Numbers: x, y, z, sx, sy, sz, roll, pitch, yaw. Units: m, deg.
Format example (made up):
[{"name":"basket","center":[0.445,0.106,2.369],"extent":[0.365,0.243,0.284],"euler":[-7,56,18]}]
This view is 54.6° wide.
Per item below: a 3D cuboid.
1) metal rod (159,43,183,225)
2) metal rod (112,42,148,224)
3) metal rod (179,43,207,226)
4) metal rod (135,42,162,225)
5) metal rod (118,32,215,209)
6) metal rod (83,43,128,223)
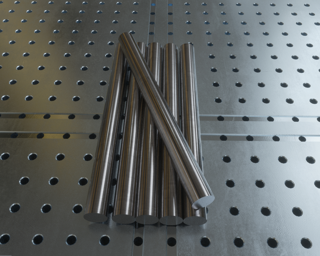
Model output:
[{"name":"metal rod","center":[0.015,-0.017,0.423],"extent":[0.025,0.025,0.300],"euler":[1,50,1]},{"name":"metal rod","center":[-0.035,-0.019,0.422],"extent":[0.025,0.025,0.300],"euler":[1,50,1]},{"name":"metal rod","center":[0.041,-0.017,0.423],"extent":[0.025,0.025,0.300],"euler":[1,50,1]},{"name":"metal rod","center":[-0.011,-0.018,0.422],"extent":[0.025,0.025,0.300],"euler":[1,50,1]},{"name":"metal rod","center":[-0.005,-0.033,0.403],"extent":[0.025,0.025,0.300],"euler":[-15,52,-12]},{"name":"metal rod","center":[-0.065,-0.020,0.423],"extent":[0.025,0.025,0.300],"euler":[1,50,1]}]
